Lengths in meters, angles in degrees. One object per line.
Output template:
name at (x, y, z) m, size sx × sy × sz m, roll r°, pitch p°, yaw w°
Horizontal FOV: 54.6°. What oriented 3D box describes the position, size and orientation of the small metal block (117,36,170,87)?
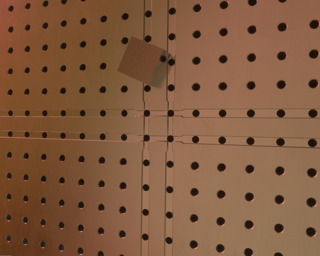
small metal block at (-0.023, -0.090, 0.421) m, size 0.050 × 0.025 × 0.050 m, roll 27°, pitch 99°, yaw 18°
